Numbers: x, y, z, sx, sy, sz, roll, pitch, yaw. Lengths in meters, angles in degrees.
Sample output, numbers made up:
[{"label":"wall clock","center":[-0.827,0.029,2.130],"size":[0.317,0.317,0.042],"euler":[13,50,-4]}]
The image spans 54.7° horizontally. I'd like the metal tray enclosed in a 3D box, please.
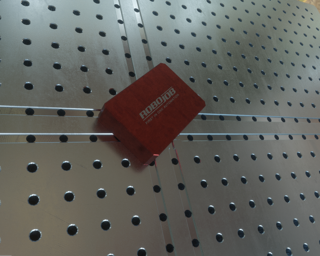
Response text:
[{"label":"metal tray","center":[-0.006,-0.024,0.418],"size":[0.090,0.030,0.131],"euler":[44,51,2]}]
